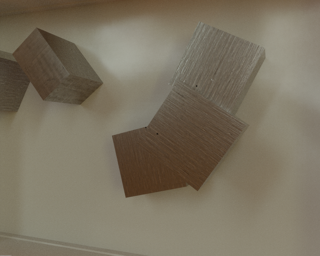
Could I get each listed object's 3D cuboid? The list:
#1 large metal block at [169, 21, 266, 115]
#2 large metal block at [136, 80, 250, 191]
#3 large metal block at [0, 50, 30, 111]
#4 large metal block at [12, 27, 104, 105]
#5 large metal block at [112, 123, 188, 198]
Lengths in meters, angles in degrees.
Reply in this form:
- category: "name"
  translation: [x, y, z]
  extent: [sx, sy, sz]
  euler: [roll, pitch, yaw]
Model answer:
- category: "large metal block"
  translation: [0.070, -0.069, 0.372]
  extent: [0.080, 0.050, 0.080]
  euler: [29, 99, 17]
- category: "large metal block"
  translation: [0.036, 0.007, 0.331]
  extent: [0.080, 0.050, 0.080]
  euler: [37, 101, 15]
- category: "large metal block"
  translation: [-0.248, -0.074, 0.467]
  extent: [0.050, 0.080, 0.080]
  euler: [29, 100, 17]
- category: "large metal block"
  translation: [-0.138, -0.081, 0.428]
  extent: [0.050, 0.080, 0.080]
  euler: [-40, 78, 15]
- category: "large metal block"
  translation: [-0.006, 0.039, 0.399]
  extent: [0.080, 0.050, 0.080]
  euler: [-15, 85, 19]
